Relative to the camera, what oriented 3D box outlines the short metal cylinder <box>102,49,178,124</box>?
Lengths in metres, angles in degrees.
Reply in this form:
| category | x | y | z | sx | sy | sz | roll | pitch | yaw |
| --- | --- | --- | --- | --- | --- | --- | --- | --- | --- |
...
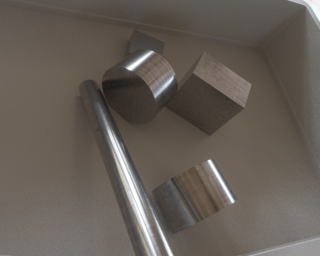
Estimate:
| category | x | y | z | sx | sy | sz | roll | pitch | yaw |
| --- | --- | --- | --- | --- | --- | --- | --- | --- | --- |
| short metal cylinder | -0.025 | -0.052 | 0.390 | 0.080 | 0.080 | 0.050 | 42 | 51 | 0 |

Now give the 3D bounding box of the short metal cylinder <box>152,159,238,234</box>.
| category | x | y | z | sx | sy | sz | roll | pitch | yaw |
| --- | --- | --- | --- | --- | --- | --- | --- | --- | --- |
| short metal cylinder | 0.038 | 0.076 | 0.346 | 0.081 | 0.080 | 0.050 | -17 | 71 | -35 |

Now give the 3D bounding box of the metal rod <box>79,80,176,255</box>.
| category | x | y | z | sx | sy | sz | roll | pitch | yaw |
| --- | --- | --- | --- | --- | --- | --- | --- | --- | --- |
| metal rod | -0.036 | 0.033 | 0.279 | 0.025 | 0.025 | 0.300 | 3 | 32 | -27 |

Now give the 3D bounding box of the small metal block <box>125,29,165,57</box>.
| category | x | y | z | sx | sy | sz | roll | pitch | yaw |
| --- | --- | --- | --- | --- | --- | --- | --- | --- | --- |
| small metal block | -0.023 | -0.113 | 0.464 | 0.050 | 0.025 | 0.050 | 19 | 54 | -17 |

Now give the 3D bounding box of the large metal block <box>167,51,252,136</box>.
| category | x | y | z | sx | sy | sz | roll | pitch | yaw |
| --- | --- | --- | --- | --- | --- | --- | --- | --- | --- |
| large metal block | 0.067 | -0.046 | 0.436 | 0.080 | 0.080 | 0.050 | 33 | 51 | -7 |
